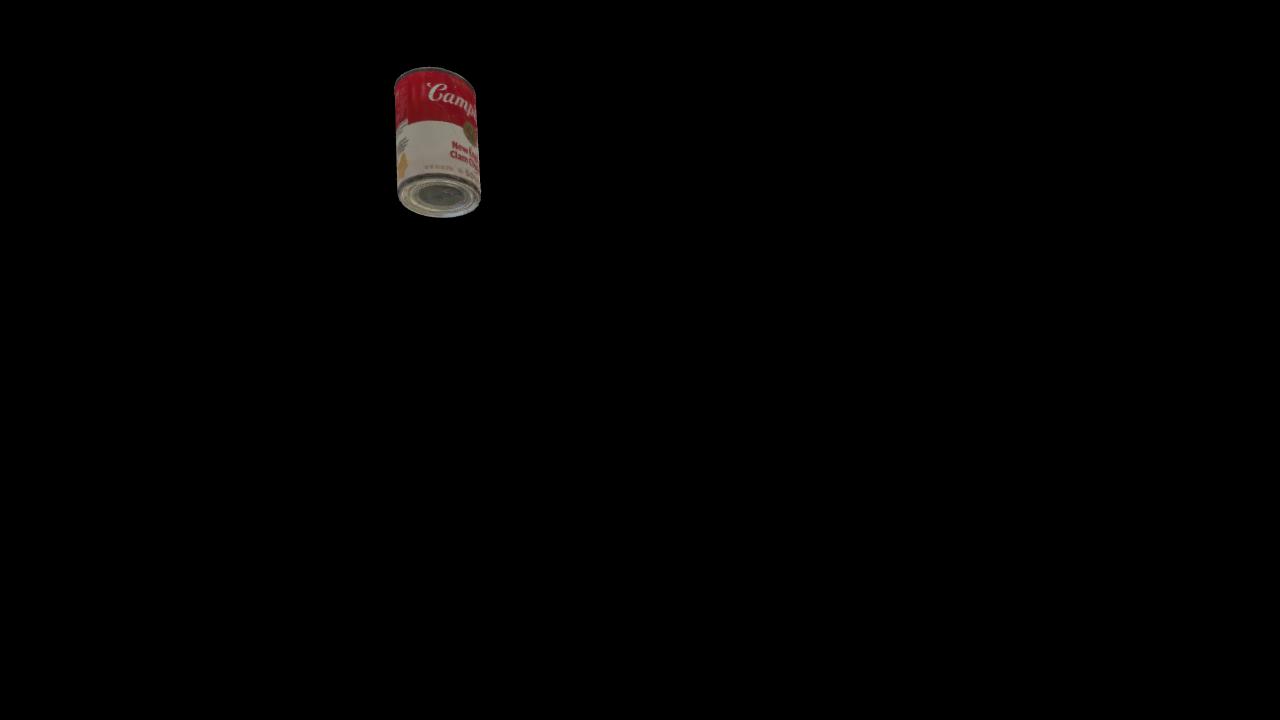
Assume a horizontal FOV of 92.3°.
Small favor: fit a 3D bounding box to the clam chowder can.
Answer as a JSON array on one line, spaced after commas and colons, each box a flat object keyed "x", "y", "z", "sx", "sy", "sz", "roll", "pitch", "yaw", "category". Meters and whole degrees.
[{"x": -0.170, "y": -0.180, "z": 0.517, "sx": 0.068, "sy": 0.102, "sz": 0.068, "roll": -6, "pitch": -14, "yaw": -1, "category": "clam chowder can"}]
